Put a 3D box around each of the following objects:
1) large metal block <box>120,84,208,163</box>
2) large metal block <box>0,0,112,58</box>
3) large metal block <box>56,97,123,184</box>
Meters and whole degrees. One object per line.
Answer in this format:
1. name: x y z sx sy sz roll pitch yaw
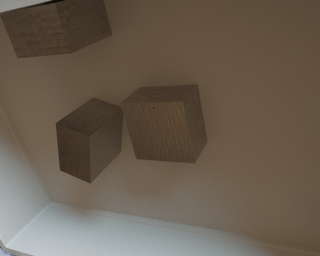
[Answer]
1. large metal block: 0.007 -0.006 0.384 0.080 0.050 0.079 1 119 27
2. large metal block: -0.116 -0.120 0.359 0.080 0.080 0.050 2 120 27
3. large metal block: -0.095 0.015 0.430 0.050 0.080 0.079 20 126 16
